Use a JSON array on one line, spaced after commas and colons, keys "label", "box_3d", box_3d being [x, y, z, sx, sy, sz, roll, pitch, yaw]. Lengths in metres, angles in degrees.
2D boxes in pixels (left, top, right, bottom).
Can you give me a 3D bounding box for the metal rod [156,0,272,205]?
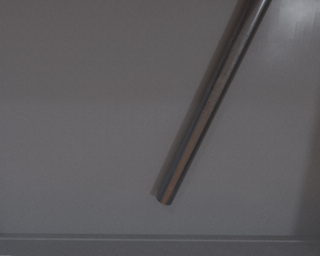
[{"label": "metal rod", "box_3d": [0.062, -0.026, 0.402, 0.025, 0.025, 0.298, 21, 109, -8]}]
